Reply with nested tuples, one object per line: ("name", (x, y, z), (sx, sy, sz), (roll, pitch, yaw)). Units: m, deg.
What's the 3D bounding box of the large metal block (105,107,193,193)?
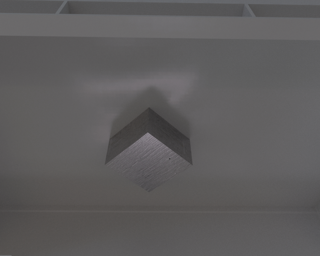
("large metal block", (-0.015, 0.032, 0.420), (0.080, 0.050, 0.080), (-37, 121, 27))
